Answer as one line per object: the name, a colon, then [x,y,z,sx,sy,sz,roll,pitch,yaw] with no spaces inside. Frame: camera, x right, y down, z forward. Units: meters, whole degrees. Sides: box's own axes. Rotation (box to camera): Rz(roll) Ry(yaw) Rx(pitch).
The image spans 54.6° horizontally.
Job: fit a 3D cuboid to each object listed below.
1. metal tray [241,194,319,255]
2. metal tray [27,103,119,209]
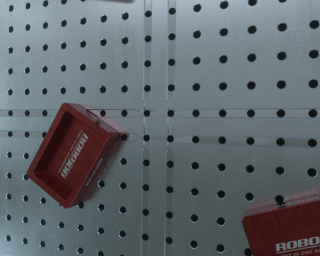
metal tray: [0.170,0.127,0.350,0.130,0.030,0.090,-19,84,19]
metal tray: [-0.130,0.039,0.456,0.090,0.030,0.129,34,101,17]
